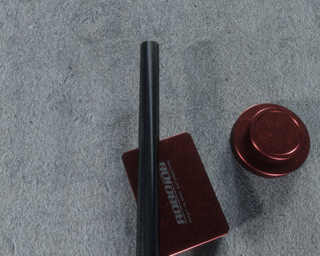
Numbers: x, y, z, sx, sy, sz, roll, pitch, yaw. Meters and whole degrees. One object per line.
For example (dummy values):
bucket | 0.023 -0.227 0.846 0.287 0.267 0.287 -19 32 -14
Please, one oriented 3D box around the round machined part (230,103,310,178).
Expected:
round machined part | 0.143 0.012 0.396 0.099 0.042 0.098 0 70 -1

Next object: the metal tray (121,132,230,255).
metal tray | 0.016 0.079 0.377 0.091 0.030 0.130 -18 71 -7

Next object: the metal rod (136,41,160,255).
metal rod | -0.013 0.031 0.364 0.025 0.025 0.299 0 70 -1
